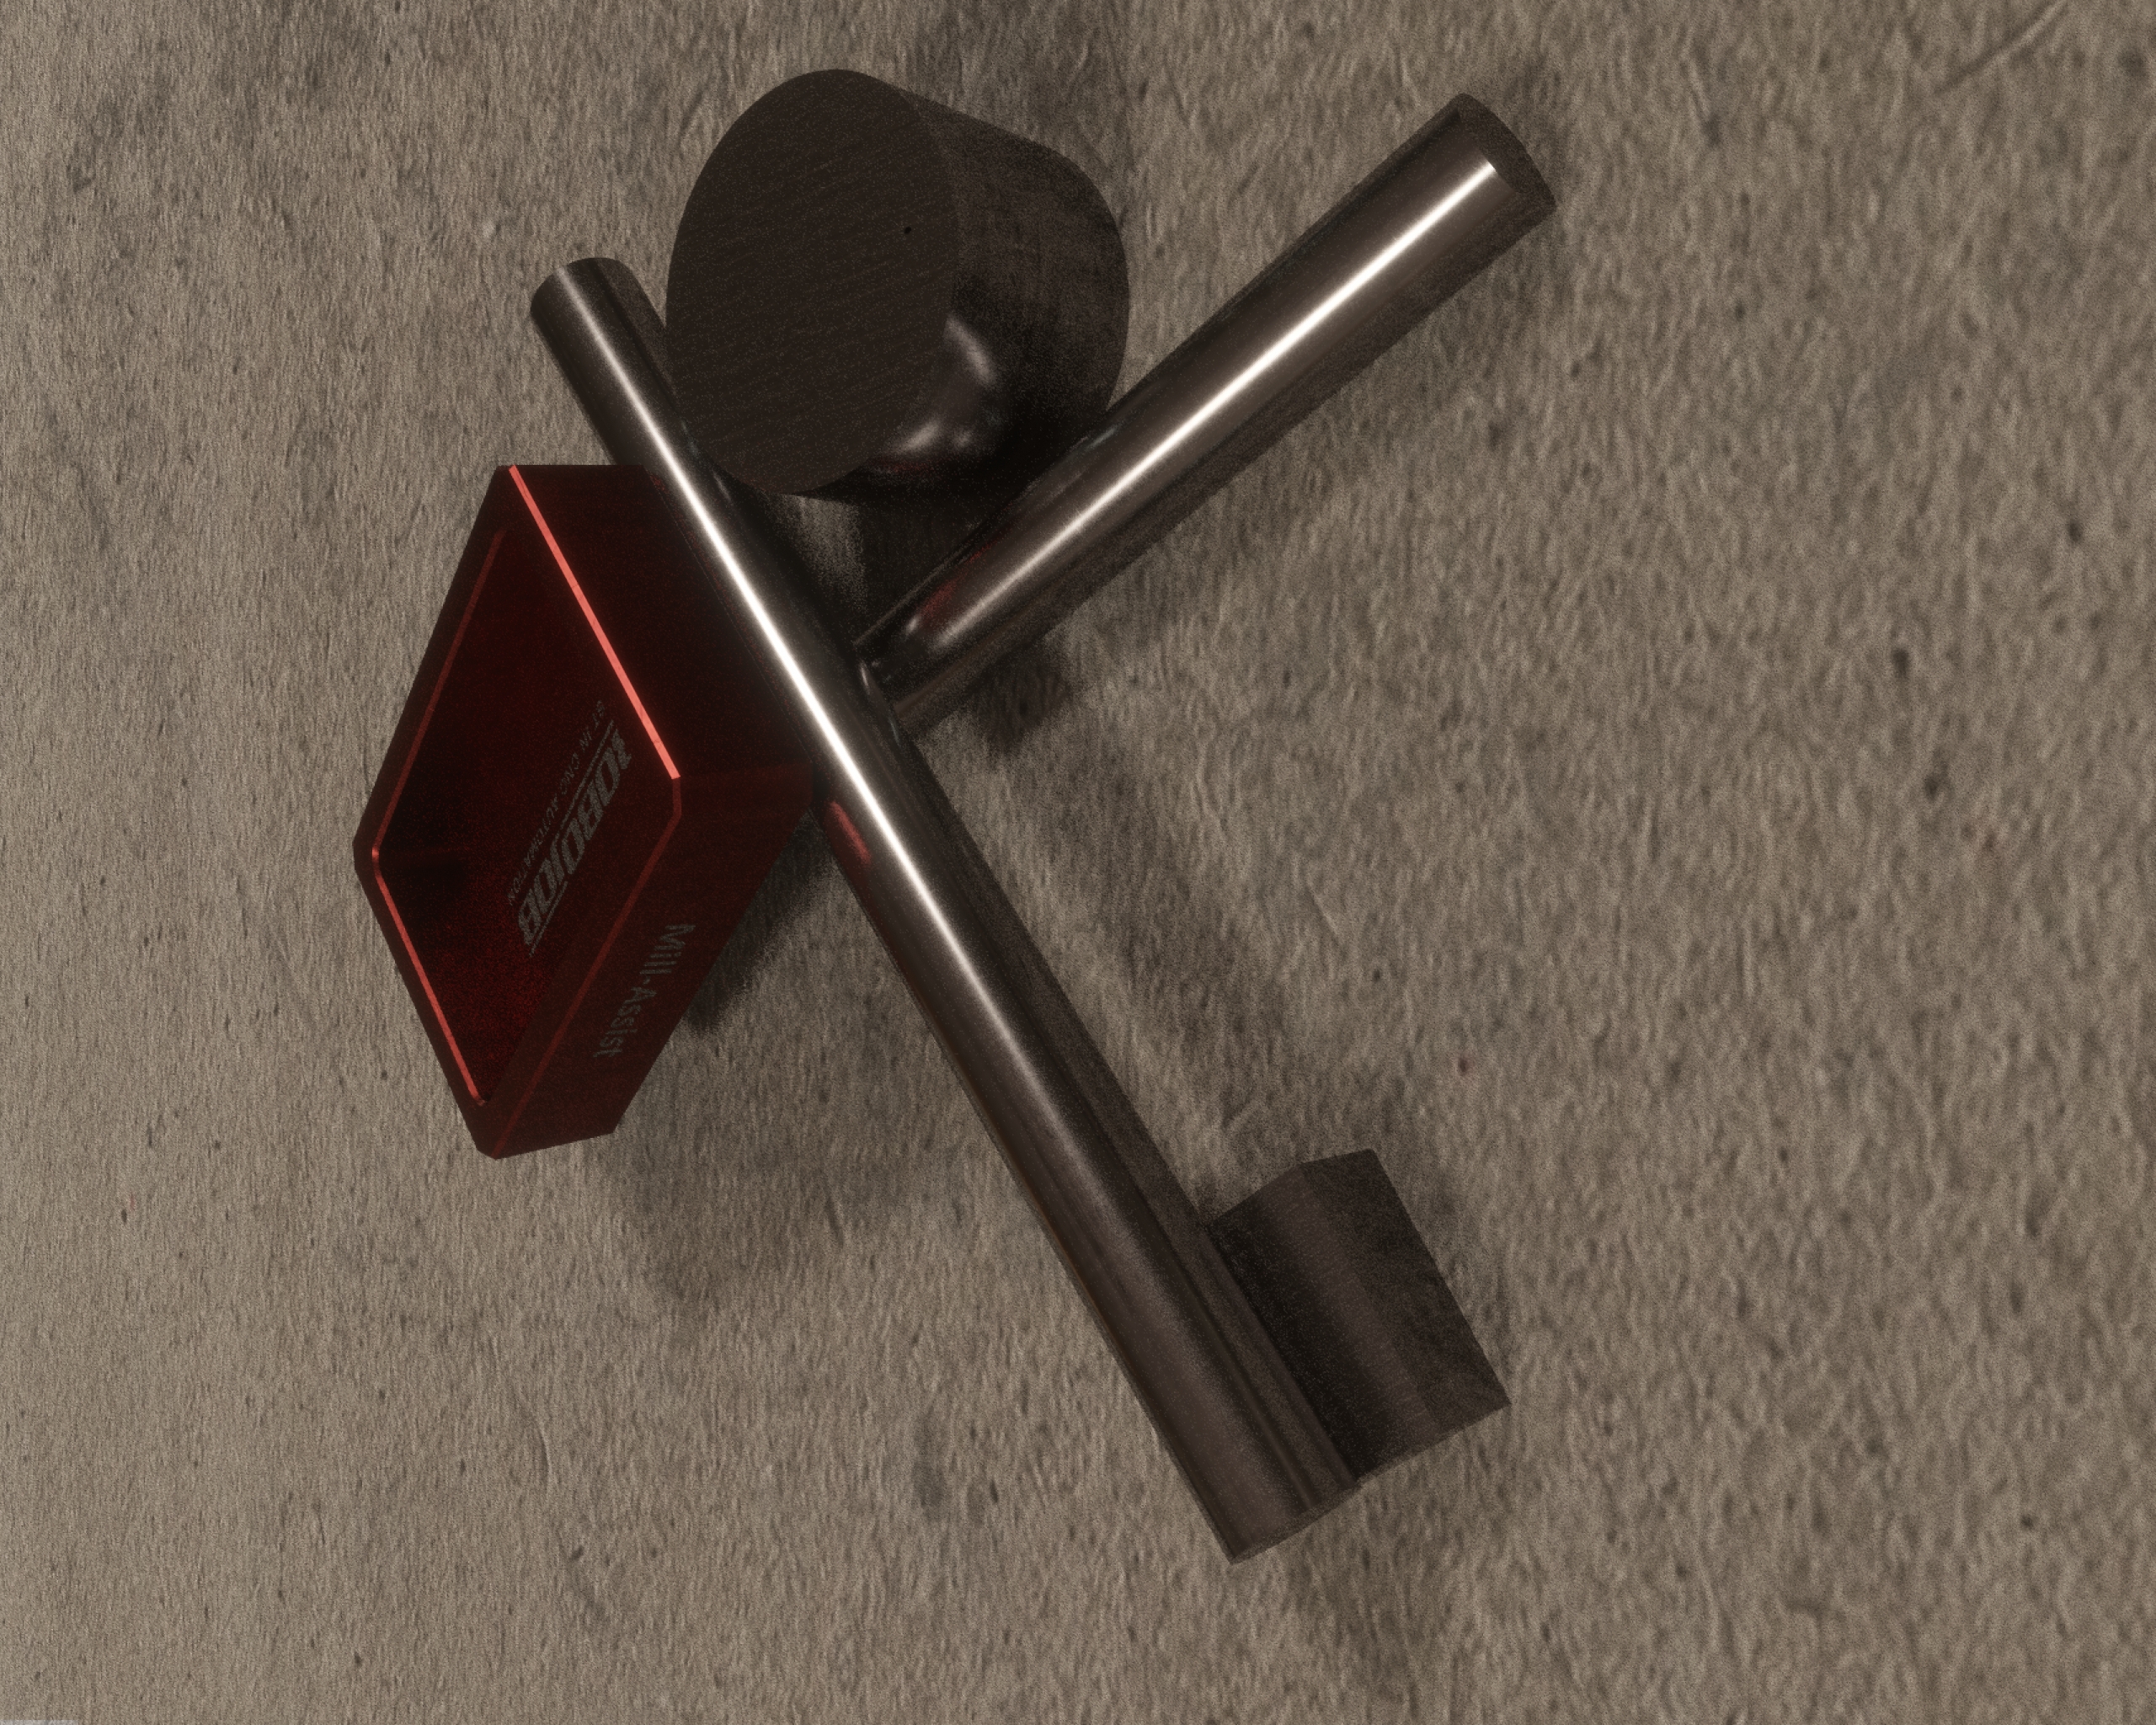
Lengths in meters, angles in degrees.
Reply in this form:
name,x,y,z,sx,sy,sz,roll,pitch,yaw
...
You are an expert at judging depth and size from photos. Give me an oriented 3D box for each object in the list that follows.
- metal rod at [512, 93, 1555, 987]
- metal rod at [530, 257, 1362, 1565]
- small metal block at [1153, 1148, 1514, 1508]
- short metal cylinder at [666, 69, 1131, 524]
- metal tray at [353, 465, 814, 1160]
name,x,y,z,sx,sy,sz,roll,pitch,yaw
metal rod,-0.029,-0.044,0.429,0.299,0.025,0.025,-36,68,33
metal rod,-0.037,-0.008,0.403,0.025,0.025,0.299,-46,63,30
small metal block,0.040,0.086,0.371,0.050,0.025,0.050,-41,66,32
short metal cylinder,-0.037,-0.111,0.417,0.080,0.050,0.079,0,90,39
metal tray,-0.110,-0.009,0.441,0.090,0.030,0.129,58,135,24
